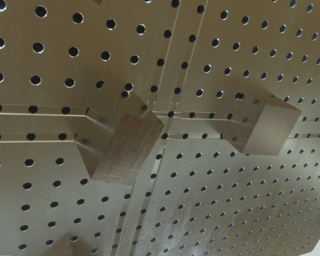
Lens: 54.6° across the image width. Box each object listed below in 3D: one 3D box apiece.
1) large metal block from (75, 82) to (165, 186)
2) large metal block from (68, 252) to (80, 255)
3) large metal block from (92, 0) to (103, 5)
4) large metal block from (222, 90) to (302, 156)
[{"bbox_3d":[-0.050,0.006,0.352,0.050,0.080,0.080,17,110,-35],"label":"large metal block"},{"bbox_3d":[-0.132,0.249,0.476,0.080,0.050,0.080,-42,129,0],"label":"large metal block"},{"bbox_3d":[-0.066,-0.165,0.256,0.080,0.050,0.080,30,102,-38],"label":"large metal block"},{"bbox_3d":[0.155,-0.006,0.475,0.081,0.050,0.080,6,115,-31],"label":"large metal block"}]
